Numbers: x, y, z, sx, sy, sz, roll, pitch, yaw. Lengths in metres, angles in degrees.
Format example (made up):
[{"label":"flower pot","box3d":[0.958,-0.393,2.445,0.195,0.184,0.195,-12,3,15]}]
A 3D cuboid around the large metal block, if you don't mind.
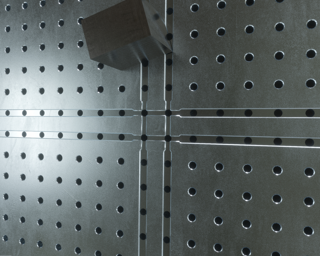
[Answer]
[{"label":"large metal block","box3d":[-0.039,-0.117,0.396,0.080,0.080,0.050,-16,85,19]}]
